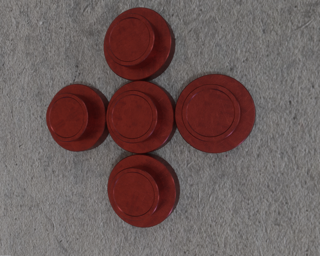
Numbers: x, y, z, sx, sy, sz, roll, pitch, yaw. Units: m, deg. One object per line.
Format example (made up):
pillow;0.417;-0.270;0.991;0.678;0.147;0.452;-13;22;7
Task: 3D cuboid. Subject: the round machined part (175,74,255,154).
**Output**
round machined part;0.065;-0.017;0.378;0.098;0.042;0.097;0;90;19

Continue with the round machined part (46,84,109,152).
round machined part;-0.121;-0.014;0.443;0.098;0.042;0.097;0;90;19

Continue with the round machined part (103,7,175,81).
round machined part;-0.032;-0.112;0.412;0.098;0.042;0.097;0;90;19

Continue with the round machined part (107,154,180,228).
round machined part;-0.026;0.083;0.409;0.098;0.042;0.097;0;90;19

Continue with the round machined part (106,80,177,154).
round machined part;-0.028;-0.015;0.410;0.098;0.042;0.097;0;90;19
